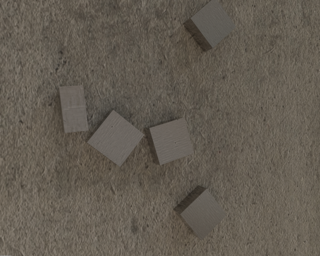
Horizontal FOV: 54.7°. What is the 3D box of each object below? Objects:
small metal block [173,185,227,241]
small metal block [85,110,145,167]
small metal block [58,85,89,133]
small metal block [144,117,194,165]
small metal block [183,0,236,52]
[{"bbox_3d":[0.055,0.117,0.430,0.050,0.025,0.050,-40,103,-16],"label":"small metal block"},{"bbox_3d":[-0.057,0.013,0.388,0.050,0.025,0.050,40,77,-16],"label":"small metal block"},{"bbox_3d":[-0.102,-0.021,0.358,0.025,0.050,0.050,-7,93,-20],"label":"small metal block"},{"bbox_3d":[0.012,0.017,0.413,0.050,0.025,0.050,-18,96,-19],"label":"small metal block"},{"bbox_3d":[0.069,-0.144,0.434,0.050,0.025,0.050,-44,104,-15],"label":"small metal block"}]
